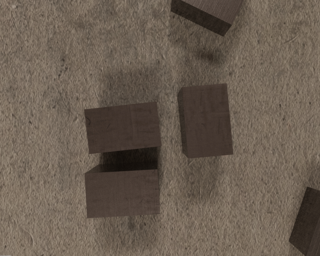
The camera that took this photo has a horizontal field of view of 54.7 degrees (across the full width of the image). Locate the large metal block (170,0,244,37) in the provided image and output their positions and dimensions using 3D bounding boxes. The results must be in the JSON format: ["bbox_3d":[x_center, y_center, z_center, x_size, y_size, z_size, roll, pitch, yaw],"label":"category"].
[{"bbox_3d":[0.068,-0.178,0.398,0.080,0.050,0.080,26,90,-1],"label":"large metal block"}]

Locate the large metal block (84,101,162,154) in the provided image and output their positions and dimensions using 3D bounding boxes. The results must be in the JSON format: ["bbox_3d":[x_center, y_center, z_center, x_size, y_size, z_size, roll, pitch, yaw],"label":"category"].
[{"bbox_3d":[-0.041,-0.001,0.382,0.081,0.080,0.050,-6,90,0],"label":"large metal block"}]

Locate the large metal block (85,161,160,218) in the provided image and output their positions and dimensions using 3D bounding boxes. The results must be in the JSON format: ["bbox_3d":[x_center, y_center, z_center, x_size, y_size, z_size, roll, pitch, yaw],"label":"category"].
[{"bbox_3d":[-0.042,0.072,0.382,0.081,0.080,0.050,-3,90,-1],"label":"large metal block"}]

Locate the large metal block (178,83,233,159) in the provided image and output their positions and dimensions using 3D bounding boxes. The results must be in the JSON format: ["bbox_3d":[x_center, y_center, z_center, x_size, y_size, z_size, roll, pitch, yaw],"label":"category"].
[{"bbox_3d":[0.053,-0.008,0.383,0.050,0.080,0.079,-5,90,0],"label":"large metal block"}]

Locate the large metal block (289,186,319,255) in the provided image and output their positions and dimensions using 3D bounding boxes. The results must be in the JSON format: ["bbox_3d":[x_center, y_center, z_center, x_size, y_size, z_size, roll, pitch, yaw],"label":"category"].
[{"bbox_3d":[0.228,0.131,0.401,0.080,0.050,0.080,18,90,-1],"label":"large metal block"}]
